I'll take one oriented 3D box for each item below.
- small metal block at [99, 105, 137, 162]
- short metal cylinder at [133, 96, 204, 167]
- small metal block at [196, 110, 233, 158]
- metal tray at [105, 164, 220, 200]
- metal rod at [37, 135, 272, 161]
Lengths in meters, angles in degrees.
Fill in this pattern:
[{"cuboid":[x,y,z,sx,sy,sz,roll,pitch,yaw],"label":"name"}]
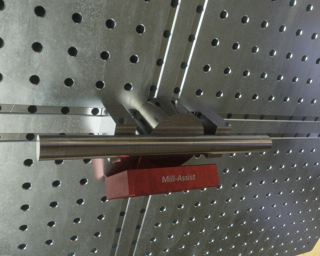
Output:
[{"cuboid":[-0.052,0.005,0.370,0.025,0.050,0.050,-1,119,-28],"label":"small metal block"},{"cuboid":[0.009,0.005,0.403,0.081,0.050,0.079,-14,124,-21],"label":"short metal cylinder"},{"cuboid":[0.070,0.008,0.438,0.025,0.050,0.050,-1,119,-28],"label":"small metal block"},{"cuboid":[0.002,0.073,0.418,0.131,0.090,0.030,0,75,-29],"label":"metal tray"},{"cuboid":[0.016,0.020,0.368,0.303,0.025,0.025,1,118,-28],"label":"metal rod"}]
